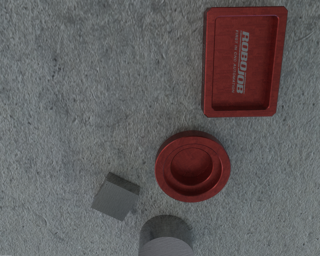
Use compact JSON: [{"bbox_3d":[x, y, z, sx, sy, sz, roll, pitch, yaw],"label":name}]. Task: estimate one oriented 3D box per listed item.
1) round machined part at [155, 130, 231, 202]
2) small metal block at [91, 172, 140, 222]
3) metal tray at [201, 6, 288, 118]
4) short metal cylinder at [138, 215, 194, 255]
[{"bbox_3d":[0.042,0.048,0.419,0.099,0.042,0.097,0,110,-1],"label":"round machined part"},{"bbox_3d":[-0.064,0.099,0.445,0.050,0.025,0.050,28,108,-10],"label":"small metal block"},{"bbox_3d":[0.099,-0.079,0.379,0.091,0.030,0.129,-1,110,0],"label":"metal tray"},{"bbox_3d":[0.009,0.178,0.462,0.081,0.050,0.079,0,110,-1],"label":"short metal cylinder"}]
